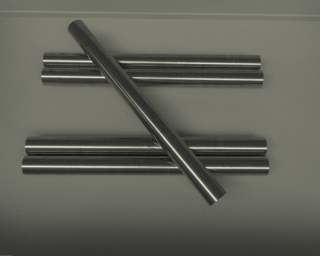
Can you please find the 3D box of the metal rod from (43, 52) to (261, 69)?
[{"bbox_3d":[-0.011,-0.093,0.441,0.302,0.025,0.025,1,70,0],"label":"metal rod"}]

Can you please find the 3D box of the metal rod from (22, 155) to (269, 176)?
[{"bbox_3d":[-0.017,0.047,0.390,0.302,0.025,0.025,0,70,0],"label":"metal rod"}]

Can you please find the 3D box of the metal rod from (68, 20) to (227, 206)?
[{"bbox_3d":[-0.026,-0.030,0.393,0.025,0.025,0.300,-36,74,-12],"label":"metal rod"}]

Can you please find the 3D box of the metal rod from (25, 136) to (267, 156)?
[{"bbox_3d":[-0.017,0.024,0.399,0.302,0.025,0.025,0,70,0],"label":"metal rod"}]

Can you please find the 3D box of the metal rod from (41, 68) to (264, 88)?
[{"bbox_3d":[-0.010,-0.070,0.433,0.302,0.025,0.025,1,70,0],"label":"metal rod"}]
